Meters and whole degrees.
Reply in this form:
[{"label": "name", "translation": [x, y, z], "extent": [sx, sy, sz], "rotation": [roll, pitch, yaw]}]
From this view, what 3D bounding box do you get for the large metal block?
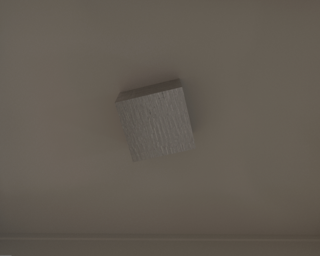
[{"label": "large metal block", "translation": [-0.004, -0.011, 0.394], "extent": [0.080, 0.050, 0.080], "rotation": [-13, 110, 4]}]
